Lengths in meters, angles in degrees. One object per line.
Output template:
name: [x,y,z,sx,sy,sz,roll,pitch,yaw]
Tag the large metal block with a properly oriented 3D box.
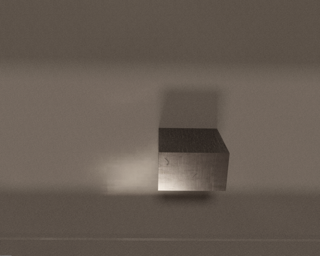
large metal block: [0.038,0.037,0.396,0.081,0.080,0.050,1,110,-1]
